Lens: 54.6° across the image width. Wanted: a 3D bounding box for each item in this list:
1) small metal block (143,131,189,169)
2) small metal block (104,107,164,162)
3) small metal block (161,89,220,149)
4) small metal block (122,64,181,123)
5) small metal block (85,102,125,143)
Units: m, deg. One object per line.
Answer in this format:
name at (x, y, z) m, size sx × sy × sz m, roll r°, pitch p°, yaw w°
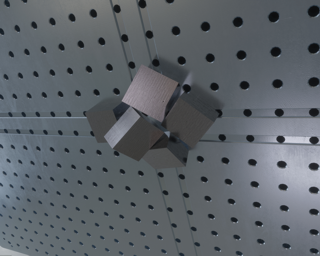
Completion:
small metal block at (0.003, 0.031, 0.416) m, size 0.050 × 0.025 × 0.050 m, roll -9°, pitch 141°, yaw 33°
small metal block at (-0.031, 0.008, 0.384) m, size 0.050 × 0.050 × 0.025 m, roll -49°, pitch 48°, yaw 6°
small metal block at (0.037, -0.011, 0.385) m, size 0.050 × 0.025 × 0.050 m, roll 36°, pitch 129°, yaw 4°
small metal block at (-0.010, -0.041, 0.375) m, size 0.050 × 0.025 × 0.050 m, roll 28°, pitch 90°, yaw 10°
small metal block at (-0.073, -0.007, 0.446) m, size 0.050 × 0.025 × 0.050 m, roll -4°, pitch 117°, yaw 30°
